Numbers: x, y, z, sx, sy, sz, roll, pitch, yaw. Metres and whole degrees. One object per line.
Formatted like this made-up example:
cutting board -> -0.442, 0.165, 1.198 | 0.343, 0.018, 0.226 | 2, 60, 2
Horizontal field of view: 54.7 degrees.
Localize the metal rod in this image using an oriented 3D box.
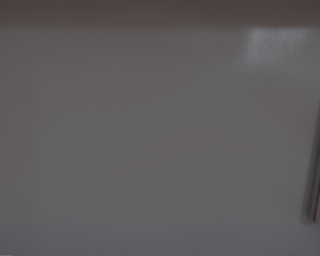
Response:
metal rod -> 0.236, -0.024, 0.414 | 0.025, 0.025, 0.298 | 10, 90, -1
